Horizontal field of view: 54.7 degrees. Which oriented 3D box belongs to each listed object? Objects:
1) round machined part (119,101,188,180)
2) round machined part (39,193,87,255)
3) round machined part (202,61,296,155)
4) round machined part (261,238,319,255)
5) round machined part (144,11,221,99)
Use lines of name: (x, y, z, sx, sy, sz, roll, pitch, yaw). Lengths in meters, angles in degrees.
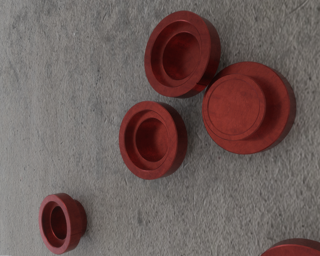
round machined part: (-0.004, 0.015, 0.398, 0.098, 0.042, 0.097, 0, 90, 40)
round machined part: (-0.162, 0.159, 0.528, 0.098, 0.042, 0.097, 0, 90, 40)
round machined part: (0.085, -0.021, 0.324, 0.098, 0.042, 0.097, 0, 90, 40)
round machined part: (0.137, 0.150, 0.281, 0.098, 0.042, 0.097, 0, 90, 40)
round machined part: (0.030, -0.083, 0.366, 0.098, 0.042, 0.097, -2, 87, 43)
